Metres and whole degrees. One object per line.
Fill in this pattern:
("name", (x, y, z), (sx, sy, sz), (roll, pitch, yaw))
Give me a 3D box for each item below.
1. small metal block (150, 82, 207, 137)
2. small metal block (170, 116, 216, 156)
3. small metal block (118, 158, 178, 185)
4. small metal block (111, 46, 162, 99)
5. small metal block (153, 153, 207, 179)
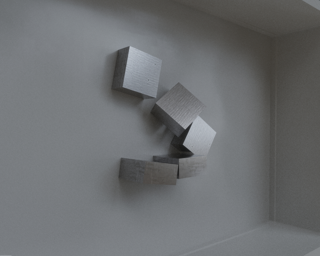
("small metal block", (0.025, -0.025, 0.412), (0.050, 0.025, 0.050), (42, 59, 5))
("small metal block", (0.049, 0.014, 0.448), (0.050, 0.025, 0.050), (40, 66, -33))
("small metal block", (-0.014, 0.053, 0.378), (0.050, 0.050, 0.025), (11, 83, -40))
("small metal block", (-0.028, -0.067, 0.383), (0.050, 0.025, 0.050), (14, 81, -39))
("small metal block", (0.026, 0.049, 0.412), (0.050, 0.050, 0.025), (-1, 91, -40))
